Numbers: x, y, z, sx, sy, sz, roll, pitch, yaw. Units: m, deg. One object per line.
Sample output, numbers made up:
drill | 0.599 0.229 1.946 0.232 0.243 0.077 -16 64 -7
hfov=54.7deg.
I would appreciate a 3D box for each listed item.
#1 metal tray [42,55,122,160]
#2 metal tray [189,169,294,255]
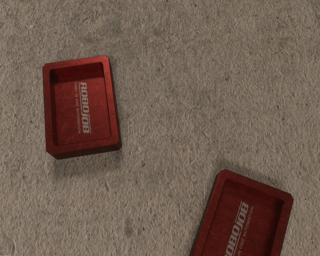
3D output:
metal tray | -0.105 -0.029 0.414 0.091 0.030 0.129 -9 70 -4
metal tray | 0.092 0.125 0.360 0.090 0.030 0.130 21 71 7
